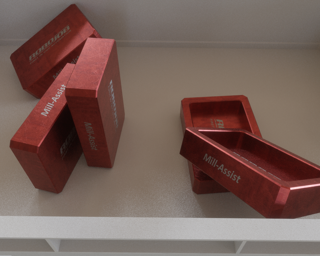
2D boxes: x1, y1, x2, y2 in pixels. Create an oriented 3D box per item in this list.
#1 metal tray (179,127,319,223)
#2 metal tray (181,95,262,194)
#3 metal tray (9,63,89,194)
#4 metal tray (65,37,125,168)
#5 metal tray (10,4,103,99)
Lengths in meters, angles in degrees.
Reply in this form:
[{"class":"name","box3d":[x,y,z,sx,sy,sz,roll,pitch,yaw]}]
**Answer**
[{"class":"metal tray","box3d":[0.092,0.036,0.301,0.091,0.030,0.130,2,20,-34]},{"class":"metal tray","box3d":[0.078,0.016,0.389,0.091,0.030,0.130,-3,50,-3]},{"class":"metal tray","box3d":[-0.112,-0.002,0.362,0.030,0.089,0.130,12,51,9]},{"class":"metal tray","box3d":[-0.068,-0.025,0.357,0.030,0.129,0.090,5,50,4]},{"class":"metal tray","box3d":[-0.154,-0.115,0.461,0.130,0.030,0.090,-38,56,3]}]
